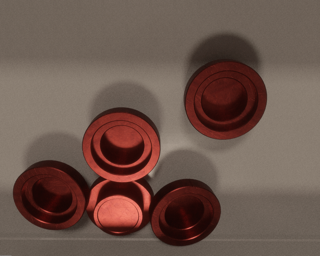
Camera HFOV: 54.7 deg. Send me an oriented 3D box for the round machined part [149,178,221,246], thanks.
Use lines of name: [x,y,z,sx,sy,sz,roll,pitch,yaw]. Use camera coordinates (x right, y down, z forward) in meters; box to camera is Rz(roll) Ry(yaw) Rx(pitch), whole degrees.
round machined part: [0.032,0.114,0.439,0.099,0.042,0.097,-4,111,-10]

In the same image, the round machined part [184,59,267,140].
round machined part: [0.079,-0.038,0.389,0.099,0.042,0.097,0,110,-1]

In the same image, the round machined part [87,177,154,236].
round machined part: [-0.057,0.114,0.444,0.099,0.042,0.097,0,110,-1]

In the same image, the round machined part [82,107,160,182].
round machined part: [-0.049,0.019,0.409,0.099,0.042,0.097,0,110,-1]

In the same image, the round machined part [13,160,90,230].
round machined part: [-0.146,0.088,0.430,0.099,0.042,0.097,1,109,4]
